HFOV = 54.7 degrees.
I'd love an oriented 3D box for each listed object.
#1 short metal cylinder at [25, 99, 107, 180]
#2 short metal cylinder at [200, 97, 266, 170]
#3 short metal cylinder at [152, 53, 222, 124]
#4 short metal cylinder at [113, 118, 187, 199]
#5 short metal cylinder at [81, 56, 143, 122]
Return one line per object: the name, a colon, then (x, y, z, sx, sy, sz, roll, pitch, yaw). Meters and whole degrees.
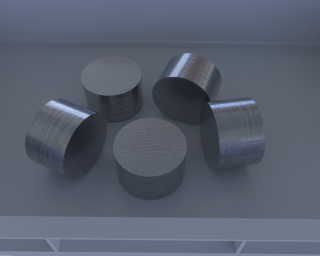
short metal cylinder: (-0.104, 0.012, 0.355, 0.050, 0.080, 0.080, 21, 53, 17)
short metal cylinder: (0.082, 0.006, 0.363, 0.050, 0.080, 0.080, -7, 51, -6)
short metal cylinder: (0.036, -0.052, 0.413, 0.080, 0.080, 0.050, 17, 52, 13)
short metal cylinder: (-0.011, 0.034, 0.357, 0.081, 0.050, 0.080, 0, 50, 0)
short metal cylinder: (-0.065, -0.055, 0.432, 0.081, 0.050, 0.080, 0, 50, 0)
